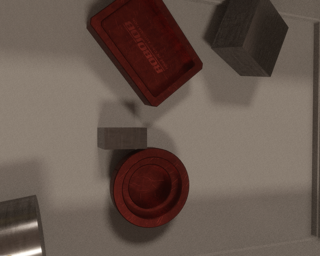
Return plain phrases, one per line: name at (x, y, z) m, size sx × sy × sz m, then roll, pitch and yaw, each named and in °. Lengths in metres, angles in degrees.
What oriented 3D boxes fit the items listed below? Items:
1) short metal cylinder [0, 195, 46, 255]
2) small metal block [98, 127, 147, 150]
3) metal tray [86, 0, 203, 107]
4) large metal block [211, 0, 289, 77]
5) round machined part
short metal cylinder at (-0.152, 0.115, 0.326) m, size 0.050 × 0.080 × 0.079 m, roll -9°, pitch 93°, yaw -20°
small metal block at (-0.048, 0.012, 0.380) m, size 0.050 × 0.050 × 0.025 m, roll 0°, pitch 90°, yaw -20°
metal tray at (-0.016, -0.103, 0.391) m, size 0.090 × 0.030 × 0.130 m, roll -41°, pitch 110°, yaw -11°
large metal block at (0.127, -0.126, 0.431) m, size 0.080 × 0.050 × 0.080 m, roll 29°, pitch 80°, yaw -41°
round machined part at (-0.016, 0.073, 0.397) m, size 0.099 × 0.042 × 0.097 m, roll 0°, pitch 90°, yaw -21°
